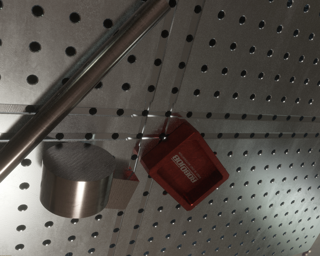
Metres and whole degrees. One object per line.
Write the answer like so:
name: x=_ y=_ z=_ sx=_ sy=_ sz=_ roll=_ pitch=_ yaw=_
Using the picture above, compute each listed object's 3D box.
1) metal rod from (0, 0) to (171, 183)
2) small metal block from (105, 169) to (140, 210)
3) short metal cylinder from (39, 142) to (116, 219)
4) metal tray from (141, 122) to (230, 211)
metal rod: x=-0.103 y=-0.030 z=0.337 sx=0.300 sy=0.025 sz=0.025 roll=-45 pitch=130 yaw=3
small metal block: x=-0.064 y=0.084 z=0.430 sx=0.050 sy=0.025 sz=0.050 roll=14 pitch=111 yaw=-35
short metal cylinder: x=-0.096 y=0.058 z=0.360 sx=0.081 sy=0.080 sz=0.050 roll=0 pitch=118 yaw=-29
metal tray: x=0.042 y=0.063 z=0.471 sx=0.090 sy=0.030 sz=0.130 roll=-41 pitch=130 yaw=-1
